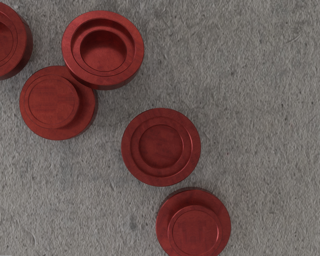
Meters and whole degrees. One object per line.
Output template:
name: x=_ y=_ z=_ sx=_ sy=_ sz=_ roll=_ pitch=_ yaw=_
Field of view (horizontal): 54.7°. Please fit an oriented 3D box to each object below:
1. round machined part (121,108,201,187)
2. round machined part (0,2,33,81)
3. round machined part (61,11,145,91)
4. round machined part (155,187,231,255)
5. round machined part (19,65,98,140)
round machined part: x=0.001 y=0.023 z=0.401 sx=0.099 sy=0.042 sz=0.097 roll=0 pitch=90 yaw=0
round machined part: x=-0.213 y=-0.109 z=0.400 sx=0.099 sy=0.042 sz=0.097 roll=0 pitch=90 yaw=0
round machined part: x=-0.071 y=-0.094 z=0.392 sx=0.099 sy=0.042 sz=0.098 roll=2 pitch=78 yaw=-11
round machined part: x=0.043 y=0.129 z=0.402 sx=0.099 sy=0.042 sz=0.097 roll=0 pitch=90 yaw=0
round machined part: x=-0.133 y=-0.033 z=0.400 sx=0.099 sy=0.042 sz=0.097 roll=0 pitch=90 yaw=0
